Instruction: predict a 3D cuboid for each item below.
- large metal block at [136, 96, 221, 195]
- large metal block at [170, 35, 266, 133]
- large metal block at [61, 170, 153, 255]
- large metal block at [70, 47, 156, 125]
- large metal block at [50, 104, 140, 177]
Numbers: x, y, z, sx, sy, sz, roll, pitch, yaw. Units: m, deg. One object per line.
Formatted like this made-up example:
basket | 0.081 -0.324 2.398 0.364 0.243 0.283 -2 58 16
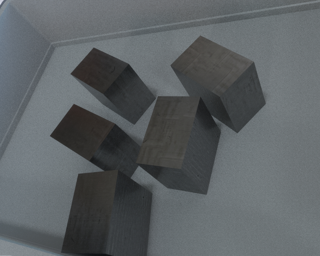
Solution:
large metal block | 0.025 0.020 0.344 0.050 0.080 0.080 4 64 29
large metal block | 0.070 -0.051 0.364 0.050 0.080 0.080 -46 51 -4
large metal block | -0.052 0.099 0.335 0.050 0.080 0.080 -9 58 23
large metal block | -0.065 -0.059 0.439 0.080 0.080 0.050 31 79 37
large metal block | -0.077 0.021 0.396 0.080 0.080 0.050 24 75 36
